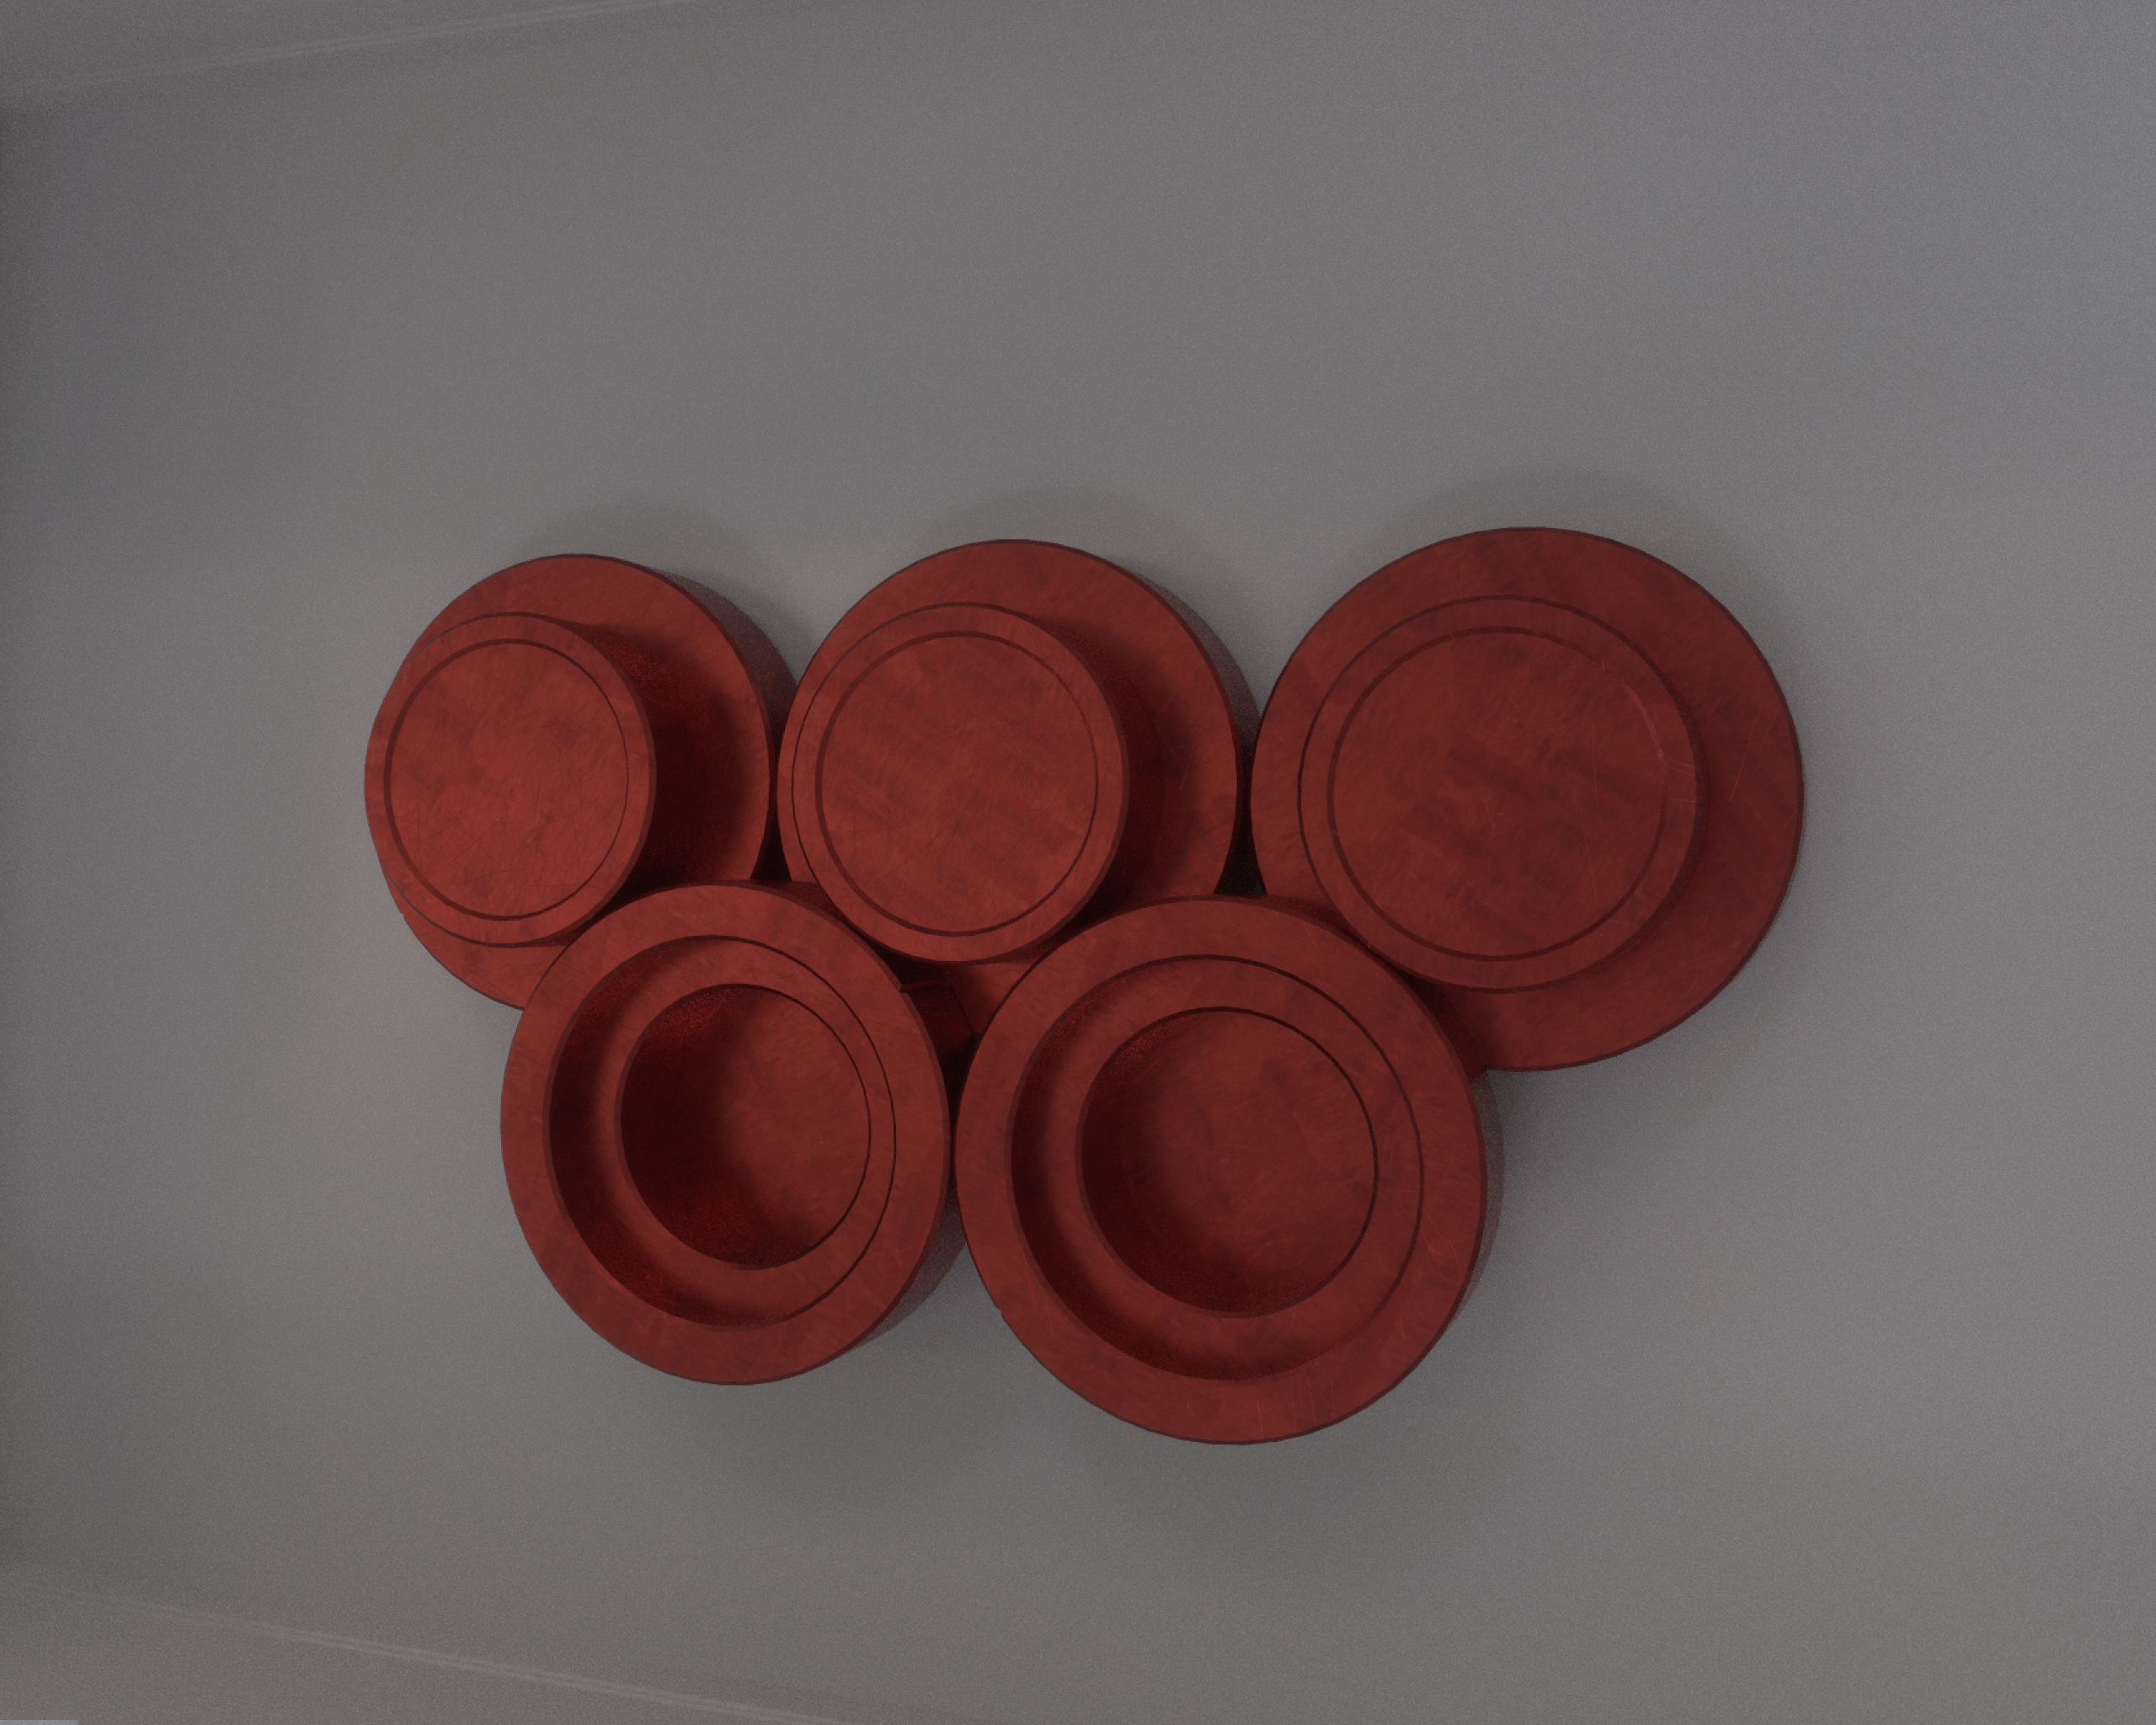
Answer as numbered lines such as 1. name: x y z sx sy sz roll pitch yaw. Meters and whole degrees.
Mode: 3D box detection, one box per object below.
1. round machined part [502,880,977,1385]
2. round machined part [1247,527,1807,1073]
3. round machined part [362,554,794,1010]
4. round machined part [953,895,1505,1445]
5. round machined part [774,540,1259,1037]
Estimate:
1. round machined part: -0.063 0.052 0.422 0.098 0.042 0.097 0 90 20
2. round machined part: 0.077 -0.011 0.371 0.098 0.042 0.097 0 89 20
3. round machined part: -0.108 -0.016 0.437 0.098 0.042 0.097 0 89 19
4. round machined part: 0.030 0.054 0.389 0.098 0.042 0.097 0 90 20
5. round machined part: -0.016 -0.014 0.405 0.098 0.042 0.097 0 89 20
